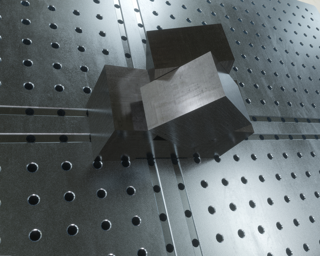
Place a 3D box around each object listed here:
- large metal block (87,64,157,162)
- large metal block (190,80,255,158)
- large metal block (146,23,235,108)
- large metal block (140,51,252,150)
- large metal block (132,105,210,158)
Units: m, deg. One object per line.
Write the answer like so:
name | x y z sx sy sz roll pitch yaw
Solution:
large metal block | -0.046 -0.014 0.358 0.050 0.080 0.080 2 61 -28
large metal block | 0.071 -0.012 0.420 0.050 0.080 0.080 4 60 -27
large metal block | 0.028 -0.066 0.348 0.081 0.080 0.050 -8 64 -7
large metal block | 0.039 -0.023 0.323 0.080 0.080 0.050 30 42 -54
large metal block | 0.007 -0.008 0.400 0.081 0.050 0.080 3 61 -27
